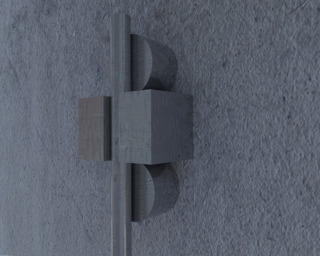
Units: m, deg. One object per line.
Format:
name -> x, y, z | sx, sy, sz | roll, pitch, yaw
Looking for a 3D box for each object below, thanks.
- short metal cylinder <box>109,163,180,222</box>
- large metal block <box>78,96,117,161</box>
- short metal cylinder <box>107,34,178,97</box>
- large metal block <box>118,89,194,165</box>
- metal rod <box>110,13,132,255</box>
short metal cylinder -> -0.021, 0.078, 0.408 | 0.080, 0.050, 0.080 | 0, 89, 40
large metal block -> -0.062, 0.001, 0.421 | 0.050, 0.081, 0.080 | -1, 89, 40
short metal cylinder -> -0.024, -0.078, 0.409 | 0.080, 0.050, 0.080 | 0, 89, 40
large metal block -> -0.003, -0.001, 0.373 | 0.050, 0.081, 0.080 | -1, 89, 40
metal rod -> -0.048, 0.012, 0.380 | 0.025, 0.025, 0.298 | -1, 89, 40
